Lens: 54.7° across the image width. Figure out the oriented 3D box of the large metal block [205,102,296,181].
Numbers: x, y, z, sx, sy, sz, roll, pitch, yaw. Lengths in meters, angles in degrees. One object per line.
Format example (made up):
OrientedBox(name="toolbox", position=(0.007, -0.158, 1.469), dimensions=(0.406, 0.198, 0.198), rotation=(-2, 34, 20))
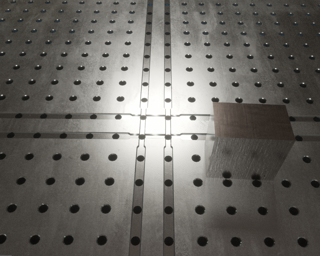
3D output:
OrientedBox(name="large metal block", position=(0.097, 0.017, 0.359), dimensions=(0.080, 0.080, 0.050), rotation=(3, 50, 2))
